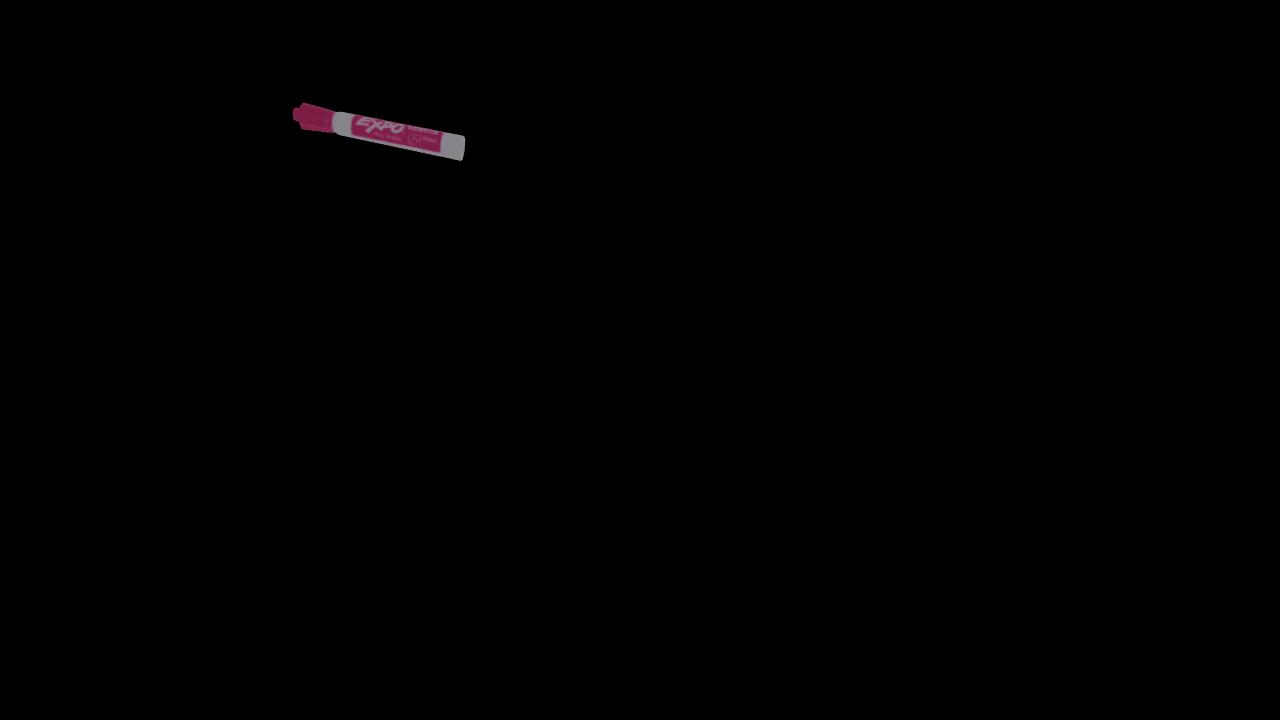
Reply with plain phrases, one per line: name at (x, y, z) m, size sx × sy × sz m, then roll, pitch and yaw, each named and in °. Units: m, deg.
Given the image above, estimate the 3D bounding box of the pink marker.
pink marker at (-0.195, -0.171, 0.462) m, size 0.121 × 0.020 × 0.020 m, roll 9°, pitch -2°, yaw -11°
